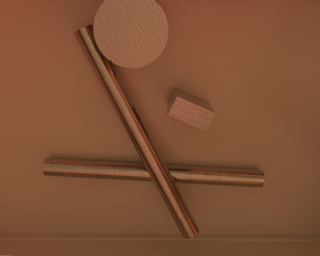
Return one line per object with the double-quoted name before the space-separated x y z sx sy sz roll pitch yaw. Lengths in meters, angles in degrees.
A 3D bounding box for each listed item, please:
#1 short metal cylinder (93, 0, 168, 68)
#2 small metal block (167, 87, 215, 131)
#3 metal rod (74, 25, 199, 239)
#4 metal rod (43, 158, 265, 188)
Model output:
"short metal cylinder" -0.031 -0.113 0.356 0.081 0.050 0.079 0 110 -1
"small metal block" 0.037 -0.025 0.389 0.050 0.050 0.025 23 108 -9
"metal rod" -0.024 0.014 0.396 0.025 0.025 0.299 -25 101 8
"metal rod" -0.007 0.063 0.434 0.302 0.025 0.025 3 110 -2
